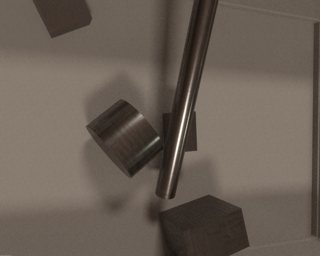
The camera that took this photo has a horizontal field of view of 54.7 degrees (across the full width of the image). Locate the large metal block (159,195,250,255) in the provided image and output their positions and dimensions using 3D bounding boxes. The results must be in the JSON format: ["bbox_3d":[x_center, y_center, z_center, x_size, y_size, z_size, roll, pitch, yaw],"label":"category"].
[{"bbox_3d":[0.054,0.131,0.403,0.081,0.080,0.050,-15,95,-20],"label":"large metal block"}]

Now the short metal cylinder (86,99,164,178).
[{"bbox_3d":[-0.042,0.013,0.367,0.050,0.080,0.080,-41,103,-15],"label":"short metal cylinder"}]

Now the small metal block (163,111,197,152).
[{"bbox_3d":[0.025,0.004,0.408,0.025,0.050,0.050,-3,91,-21],"label":"small metal block"}]

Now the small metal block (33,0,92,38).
[{"bbox_3d":[-0.116,-0.142,0.368,0.050,0.025,0.050,-28,99,-18],"label":"small metal block"}]

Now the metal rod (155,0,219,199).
[{"bbox_3d":[0.034,-0.058,0.343,0.025,0.025,0.298,5,107,-20],"label":"metal rod"}]
